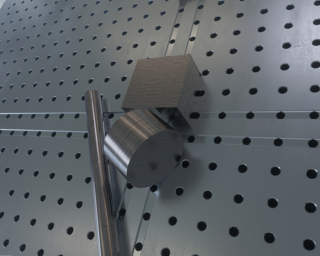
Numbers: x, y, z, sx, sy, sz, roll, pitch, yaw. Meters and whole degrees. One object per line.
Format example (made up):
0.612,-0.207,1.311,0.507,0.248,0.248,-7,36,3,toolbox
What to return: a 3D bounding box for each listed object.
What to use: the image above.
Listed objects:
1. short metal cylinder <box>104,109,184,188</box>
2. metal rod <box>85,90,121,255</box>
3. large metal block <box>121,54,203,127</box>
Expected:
-0.019,0.024,0.368,0.080,0.080,0.050,-47,51,-4,short metal cylinder
-0.078,0.065,0.409,0.025,0.025,0.299,-25,53,13,metal rod
0.005,-0.049,0.420,0.080,0.050,0.080,1,62,28,large metal block
